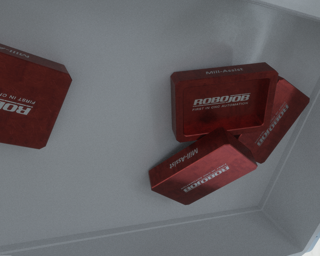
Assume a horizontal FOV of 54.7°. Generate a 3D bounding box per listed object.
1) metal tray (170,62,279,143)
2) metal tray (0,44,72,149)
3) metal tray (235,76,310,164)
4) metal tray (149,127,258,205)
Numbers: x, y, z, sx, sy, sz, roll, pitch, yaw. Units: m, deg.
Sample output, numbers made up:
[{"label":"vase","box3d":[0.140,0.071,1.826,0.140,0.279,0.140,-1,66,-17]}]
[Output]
[{"label":"metal tray","box3d":[0.082,-0.033,0.408,0.131,0.030,0.089,-8,123,-7]},{"label":"metal tray","box3d":[-0.163,-0.035,0.295,0.131,0.030,0.089,15,111,-35]},{"label":"metal tray","box3d":[0.166,-0.012,0.488,0.091,0.030,0.129,22,106,-36]},{"label":"metal tray","box3d":[0.060,0.060,0.443,0.130,0.030,0.090,-35,135,23]}]
